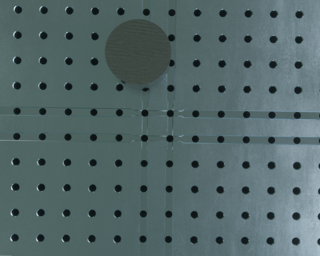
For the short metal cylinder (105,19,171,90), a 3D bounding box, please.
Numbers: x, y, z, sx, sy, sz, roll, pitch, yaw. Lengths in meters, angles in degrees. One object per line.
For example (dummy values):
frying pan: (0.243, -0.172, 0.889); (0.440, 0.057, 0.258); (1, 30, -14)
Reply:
short metal cylinder: (-0.026, -0.092, 0.401); (0.080, 0.050, 0.080); (0, 90, 0)
